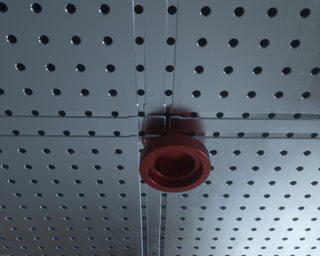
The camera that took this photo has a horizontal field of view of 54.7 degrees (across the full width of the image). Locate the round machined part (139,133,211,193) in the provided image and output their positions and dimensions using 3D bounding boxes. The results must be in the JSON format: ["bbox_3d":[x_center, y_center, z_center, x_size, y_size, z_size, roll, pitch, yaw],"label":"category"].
[{"bbox_3d":[0.020,0.045,0.439,0.099,0.042,0.097,-1,130,0],"label":"round machined part"}]
